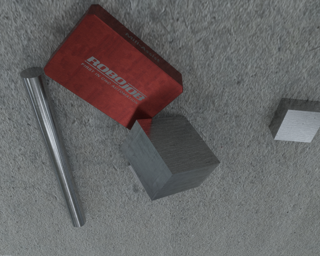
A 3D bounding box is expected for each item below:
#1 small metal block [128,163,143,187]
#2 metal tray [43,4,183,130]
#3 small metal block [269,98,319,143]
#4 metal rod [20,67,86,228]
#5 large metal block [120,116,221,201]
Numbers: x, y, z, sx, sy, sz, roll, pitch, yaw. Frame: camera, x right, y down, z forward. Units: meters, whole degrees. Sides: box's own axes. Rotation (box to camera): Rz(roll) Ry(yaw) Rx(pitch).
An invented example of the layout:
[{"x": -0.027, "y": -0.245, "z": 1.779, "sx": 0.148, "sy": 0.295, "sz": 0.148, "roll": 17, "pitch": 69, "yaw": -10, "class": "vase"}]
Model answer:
[{"x": -0.013, "y": 0.057, "z": 0.456, "sx": 0.050, "sy": 0.025, "sz": 0.050, "roll": -15, "pitch": 129, "yaw": 11, "class": "small metal block"}, {"x": -0.049, "y": -0.061, "z": 0.351, "sx": 0.130, "sy": 0.030, "sz": 0.090, "roll": 35, "pitch": 122, "yaw": -27, "class": "metal tray"}, {"x": 0.177, "y": -0.010, "z": 0.402, "sx": 0.050, "sy": 0.025, "sz": 0.050, "roll": 5, "pitch": 130, "yaw": -5, "class": "small metal block"}, {"x": -0.144, "y": 0.051, "z": 0.447, "sx": 0.025, "sy": 0.025, "sz": 0.298, "roll": -1, "pitch": 130, "yaw": 0, "class": "metal rod"}, {"x": 0.012, "y": 0.033, "z": 0.379, "sx": 0.081, "sy": 0.080, "sz": 0.050, "roll": -6, "pitch": 140, "yaw": -42, "class": "large metal block"}]
